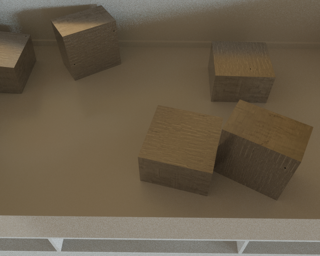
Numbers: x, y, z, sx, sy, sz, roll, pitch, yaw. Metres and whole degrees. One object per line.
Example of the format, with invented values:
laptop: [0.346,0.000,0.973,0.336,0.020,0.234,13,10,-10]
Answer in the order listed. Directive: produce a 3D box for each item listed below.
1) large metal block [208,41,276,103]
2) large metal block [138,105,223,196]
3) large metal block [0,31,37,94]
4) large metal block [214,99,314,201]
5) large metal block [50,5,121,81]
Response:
large metal block: [0.117,-0.084,0.460,0.080,0.050,0.080,2,50,1]
large metal block: [0.026,0.025,0.368,0.080,0.050,0.080,12,51,9]
large metal block: [-0.243,-0.101,0.466,0.081,0.050,0.080,5,50,-5]
large metal block: [0.111,0.025,0.349,0.080,0.080,0.050,24,54,19]
large metal block: [-0.111,-0.131,0.479,0.081,0.080,0.050,-25,55,-20]
